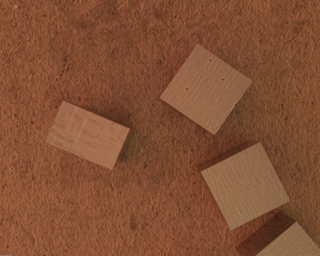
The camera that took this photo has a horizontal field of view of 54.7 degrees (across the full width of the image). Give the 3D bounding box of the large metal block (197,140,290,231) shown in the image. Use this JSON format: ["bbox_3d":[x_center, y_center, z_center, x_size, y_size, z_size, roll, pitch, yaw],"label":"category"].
[{"bbox_3d":[0.103,0.070,0.398,0.080,0.050,0.080,-27,90,0],"label":"large metal block"}]

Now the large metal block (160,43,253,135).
[{"bbox_3d":[0.056,-0.047,0.398,0.080,0.050,0.080,35,90,0],"label":"large metal block"}]

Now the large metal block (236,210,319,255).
[{"bbox_3d":[0.160,0.169,0.399,0.080,0.050,0.080,-40,90,0],"label":"large metal block"}]

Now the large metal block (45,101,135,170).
[{"bbox_3d":[-0.080,0.008,0.382,0.080,0.080,0.050,23,90,0],"label":"large metal block"}]
